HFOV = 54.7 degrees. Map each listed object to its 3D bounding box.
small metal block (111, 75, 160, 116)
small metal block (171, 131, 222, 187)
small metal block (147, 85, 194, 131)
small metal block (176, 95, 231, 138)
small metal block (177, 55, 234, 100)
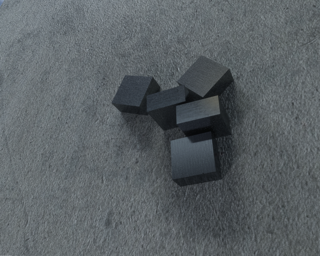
[{"bbox_3d":[-0.035,-0.048,0.452,0.050,0.025,0.050,9,66,32],"label":"small metal block"},{"bbox_3d":[0.041,0.037,0.360,0.050,0.025,0.050,-14,56,20],"label":"small metal block"},{"bbox_3d":[0.017,-0.024,0.394,0.050,0.050,0.025,-14,56,20],"label":"small metal block"},{"bbox_3d":[0.052,-0.009,0.366,0.050,0.050,0.025,-13,56,21],"label":"small metal block"},{"bbox_3d":[0.060,-0.063,0.411,0.050,0.025,0.050,-47,51,-5],"label":"small metal block"}]
